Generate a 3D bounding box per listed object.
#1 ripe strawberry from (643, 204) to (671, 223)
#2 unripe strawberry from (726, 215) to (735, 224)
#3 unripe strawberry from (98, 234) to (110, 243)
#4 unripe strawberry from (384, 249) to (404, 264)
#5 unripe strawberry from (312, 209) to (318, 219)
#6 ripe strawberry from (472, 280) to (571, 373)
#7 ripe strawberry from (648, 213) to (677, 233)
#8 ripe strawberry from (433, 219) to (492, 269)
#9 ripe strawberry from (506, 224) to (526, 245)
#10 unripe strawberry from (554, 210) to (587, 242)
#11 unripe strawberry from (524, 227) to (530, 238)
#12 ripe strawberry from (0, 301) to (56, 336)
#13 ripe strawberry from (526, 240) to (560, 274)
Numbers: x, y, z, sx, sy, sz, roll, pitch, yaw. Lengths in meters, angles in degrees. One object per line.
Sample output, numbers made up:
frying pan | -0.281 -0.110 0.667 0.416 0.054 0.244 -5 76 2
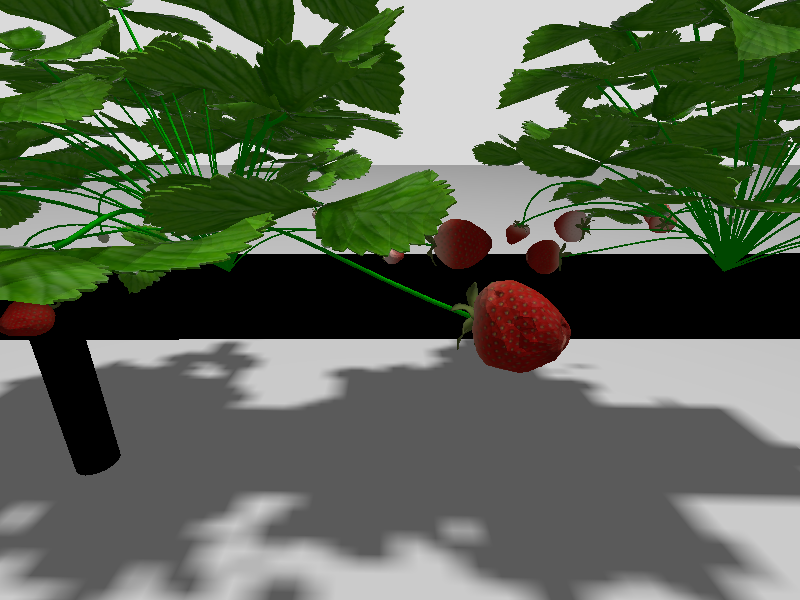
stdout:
ripe strawberry | 0.377 -0.128 0.590 0.034 0.036 0.037 7 21 17
unripe strawberry | 0.435 -0.105 0.525 0.011 0.011 0.010 15 25 35
unripe strawberry | -0.328 -0.068 0.443 0.010 0.011 0.011 10 23 26
unripe strawberry | -0.006 -0.043 0.380 0.019 0.019 0.021 -1 20 -9
unripe strawberry | -0.129 -0.133 0.626 0.015 0.017 0.017 2 -41 5
ripe strawberry | 0.056 0.014 0.189 0.044 0.046 0.040 17 26 37
ripe strawberry | 0.343 -0.102 0.525 0.032 0.027 0.032 5 14 14
ripe strawberry | 0.056 -0.051 0.362 0.052 0.045 0.052 0 20 -2
ripe strawberry | 0.134 -0.076 0.466 0.023 0.023 0.025 36 35 21
unripe strawberry | 0.203 -0.088 0.476 0.033 0.038 0.036 -14 24 -34
unripe strawberry | 0.148 -0.081 0.479 0.015 0.015 0.014 17 26 38
ripe strawberry | -0.216 0.011 0.231 0.025 0.021 0.025 9 33 22
ripe strawberry | 0.125 -0.038 0.351 0.029 0.030 0.026 -1 20 -2
